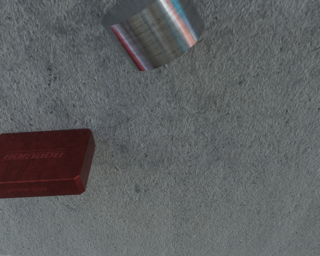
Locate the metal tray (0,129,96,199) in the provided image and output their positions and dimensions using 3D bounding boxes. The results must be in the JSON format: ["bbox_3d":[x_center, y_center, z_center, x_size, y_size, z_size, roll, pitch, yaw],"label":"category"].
[{"bbox_3d":[-0.157,0.044,0.400,0.131,0.090,0.030,-3,130,2],"label":"metal tray"}]

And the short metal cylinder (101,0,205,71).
[{"bbox_3d":[-0.006,-0.098,0.287,0.080,0.080,0.050,-24,126,19],"label":"short metal cylinder"}]
